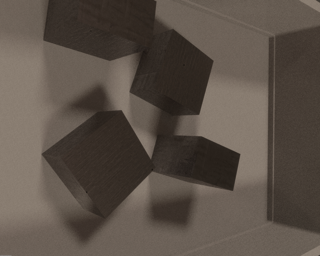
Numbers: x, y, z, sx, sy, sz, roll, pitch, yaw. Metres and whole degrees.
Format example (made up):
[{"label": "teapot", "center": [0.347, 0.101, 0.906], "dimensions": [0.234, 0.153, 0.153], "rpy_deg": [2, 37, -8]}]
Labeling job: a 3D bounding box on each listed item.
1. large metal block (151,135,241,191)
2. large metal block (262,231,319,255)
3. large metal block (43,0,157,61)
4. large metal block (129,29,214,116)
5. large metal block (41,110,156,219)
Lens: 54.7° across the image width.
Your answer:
[{"label": "large metal block", "center": [0.046, 0.045, 0.412], "dimensions": [0.080, 0.080, 0.050], "rpy_deg": [23, 75, -38]}, {"label": "large metal block", "center": [0.255, 0.245, 0.592], "dimensions": [0.081, 0.080, 0.050], "rpy_deg": [-12, 98, -40]}, {"label": "large metal block", "center": [-0.062, -0.110, 0.319], "dimensions": [0.081, 0.080, 0.050], "rpy_deg": [10, 84, -40]}, {"label": "large metal block", "center": [0.017, -0.068, 0.407], "dimensions": [0.080, 0.050, 0.080], "rpy_deg": [26, 73, -37]}, {"label": "large metal block", "center": [-0.064, 0.036, 0.338], "dimensions": [0.080, 0.050, 0.080], "rpy_deg": [-43, 116, -32]}]
